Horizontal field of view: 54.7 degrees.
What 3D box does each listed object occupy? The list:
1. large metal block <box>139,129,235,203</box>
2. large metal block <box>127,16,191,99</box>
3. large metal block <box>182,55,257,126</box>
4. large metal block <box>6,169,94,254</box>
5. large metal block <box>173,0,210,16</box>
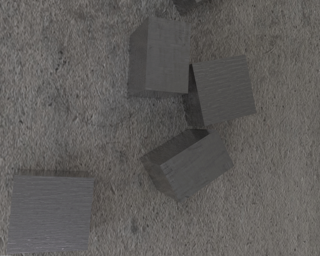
[{"bbox_3d":[0.031,0.043,0.391,0.080,0.080,0.050,-31,100,-17],"label":"large metal block"},{"bbox_3d":[-0.004,-0.080,0.378,0.050,0.080,0.080,3,89,-20],"label":"large metal block"},{"bbox_3d":[0.076,-0.050,0.424,0.081,0.050,0.080,-14,95,-20],"label":"large metal block"},{"bbox_3d":[-0.122,0.091,0.351,0.081,0.050,0.080,5,88,-20],"label":"large metal block"},{"bbox_3d":[0.049,-0.211,0.413,0.080,0.050,0.080,-34,101,-17],"label":"large metal block"}]
